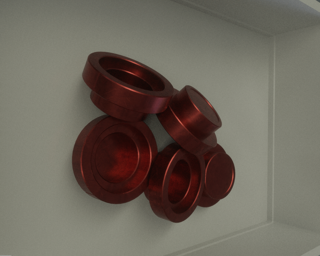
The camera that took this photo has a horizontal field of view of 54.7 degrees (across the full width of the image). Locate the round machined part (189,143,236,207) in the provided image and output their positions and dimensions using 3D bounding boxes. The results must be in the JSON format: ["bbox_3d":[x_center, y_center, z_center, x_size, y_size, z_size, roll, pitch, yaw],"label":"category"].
[{"bbox_3d":[0.074,0.068,0.458,0.099,0.042,0.097,0,90,-40],"label":"round machined part"}]

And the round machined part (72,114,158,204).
[{"bbox_3d":[-0.053,0.033,0.349,0.099,0.042,0.097,0,90,-40],"label":"round machined part"}]

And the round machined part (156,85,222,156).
[{"bbox_3d":[0.041,-0.016,0.394,0.098,0.042,0.098,39,25,-22],"label":"round machined part"}]

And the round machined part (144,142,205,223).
[{"bbox_3d":[0.016,0.066,0.393,0.099,0.042,0.097,-13,107,-52],"label":"round machined part"}]

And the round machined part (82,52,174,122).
[{"bbox_3d":[-0.037,-0.042,0.340,0.099,0.098,0.042,3,124,-40],"label":"round machined part"}]
